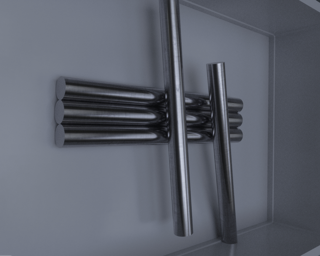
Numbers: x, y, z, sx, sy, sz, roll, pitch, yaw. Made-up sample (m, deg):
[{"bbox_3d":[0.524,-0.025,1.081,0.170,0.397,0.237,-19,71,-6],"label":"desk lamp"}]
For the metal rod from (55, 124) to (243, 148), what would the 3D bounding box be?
[{"bbox_3d":[0.012,0.010,0.417,0.302,0.025,0.025,1,90,-40],"label":"metal rod"}]

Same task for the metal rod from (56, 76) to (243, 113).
[{"bbox_3d":[0.013,-0.039,0.418,0.302,0.025,0.025,1,90,-40],"label":"metal rod"}]

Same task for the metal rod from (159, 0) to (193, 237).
[{"bbox_3d":[0.021,-0.013,0.391,0.025,0.025,0.298,-7,94,-40],"label":"metal rod"}]

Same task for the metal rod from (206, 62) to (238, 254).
[{"bbox_3d":[0.095,0.054,0.461,0.025,0.025,0.298,-20,110,-38],"label":"metal rod"}]

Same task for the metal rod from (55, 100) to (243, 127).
[{"bbox_3d":[0.012,-0.015,0.417,0.302,0.025,0.025,1,90,-40],"label":"metal rod"}]
